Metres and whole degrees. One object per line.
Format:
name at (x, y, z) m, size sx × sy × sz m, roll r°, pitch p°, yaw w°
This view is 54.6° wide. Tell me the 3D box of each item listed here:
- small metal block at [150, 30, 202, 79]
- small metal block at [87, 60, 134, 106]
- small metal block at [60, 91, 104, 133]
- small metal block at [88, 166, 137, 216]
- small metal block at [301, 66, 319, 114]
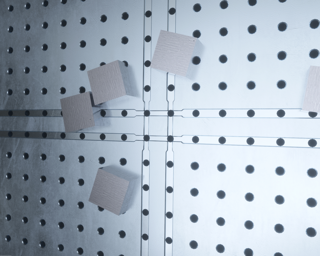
small metal block at (0.021, -0.096, 0.406) m, size 0.050 × 0.025 × 0.050 m, roll 19°, pitch 96°, yaw 19°
small metal block at (-0.070, -0.062, 0.438) m, size 0.050 × 0.025 × 0.050 m, roll -16°, pitch 85°, yaw 19°
small metal block at (-0.114, -0.023, 0.453) m, size 0.050 × 0.025 × 0.050 m, roll -12°, pitch 86°, yaw 19°
small metal block at (-0.066, 0.087, 0.437) m, size 0.050 × 0.025 × 0.050 m, roll 20°, pitch 97°, yaw 19°
small metal block at (0.189, -0.040, 0.346) m, size 0.050 × 0.025 × 0.050 m, roll 10°, pitch 94°, yaw 19°
